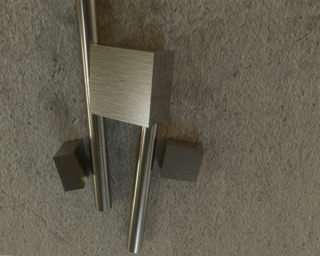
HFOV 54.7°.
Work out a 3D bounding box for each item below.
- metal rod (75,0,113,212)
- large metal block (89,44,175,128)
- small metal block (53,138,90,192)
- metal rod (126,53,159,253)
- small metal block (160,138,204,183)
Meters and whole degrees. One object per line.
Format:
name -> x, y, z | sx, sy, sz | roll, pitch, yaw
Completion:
metal rod -> -0.083, -0.026, 0.399 | 0.025, 0.025, 0.298 | -1, 110, 0
large metal block -> -0.033, -0.053, 0.359 | 0.080, 0.050, 0.079 | 14, 111, 24
small metal block -> -0.115, 0.048, 0.413 | 0.025, 0.050, 0.050 | -11, 110, 4
metal rod -> -0.021, 0.045, 0.425 | 0.025, 0.025, 0.298 | 7, 110, -3
small metal block -> 0.029, 0.044, 0.427 | 0.050, 0.025, 0.050 | 9, 110, -4
